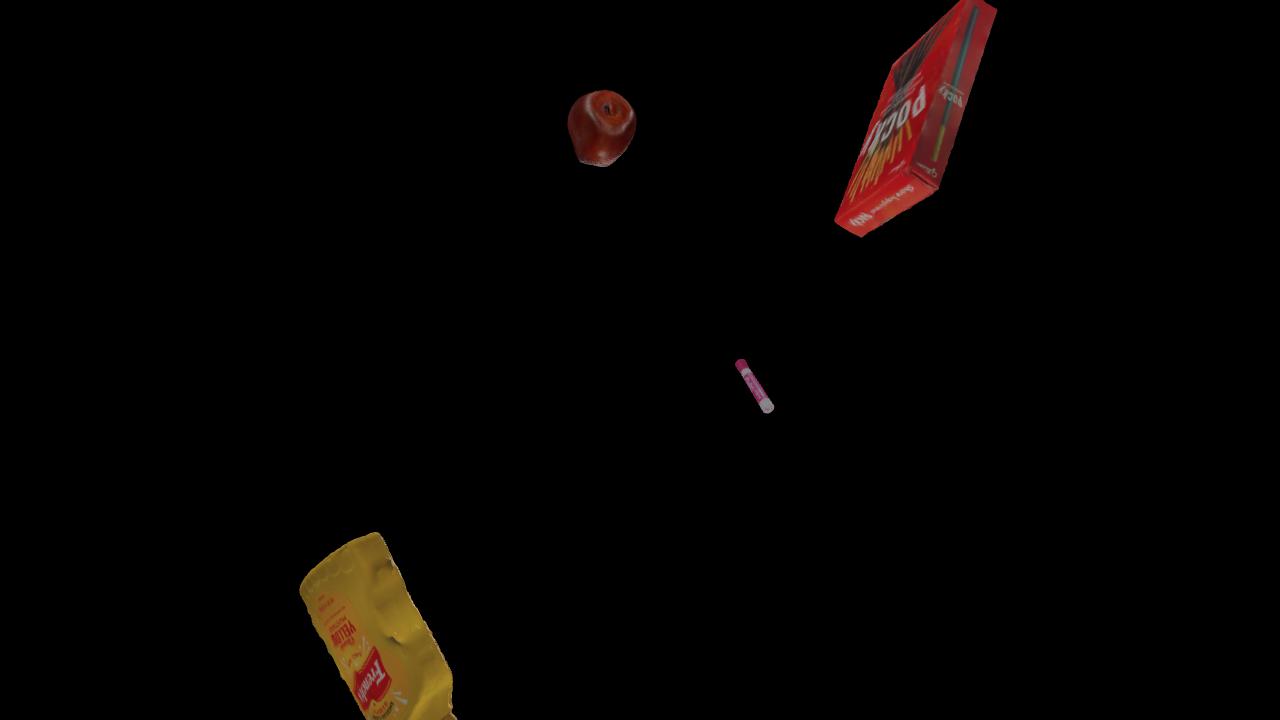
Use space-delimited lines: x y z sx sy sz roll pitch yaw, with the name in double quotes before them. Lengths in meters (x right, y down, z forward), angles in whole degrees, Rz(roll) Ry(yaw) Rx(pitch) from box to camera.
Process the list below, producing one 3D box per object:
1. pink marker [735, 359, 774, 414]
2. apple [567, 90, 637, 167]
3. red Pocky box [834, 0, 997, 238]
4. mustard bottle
"pink marker" 0.178 0.038 0.968 0.020 0.020 0.121 0 36 -18
"apple" -0.047 -0.270 0.722 0.079 0.079 0.093 0 -15 -17
"red Pocky box" 0.190 -0.168 0.428 0.028 0.155 0.083 27 -16 -10
"mustard bottle" -0.191 0.232 0.473 0.092 0.184 0.054 -40 -14 19
